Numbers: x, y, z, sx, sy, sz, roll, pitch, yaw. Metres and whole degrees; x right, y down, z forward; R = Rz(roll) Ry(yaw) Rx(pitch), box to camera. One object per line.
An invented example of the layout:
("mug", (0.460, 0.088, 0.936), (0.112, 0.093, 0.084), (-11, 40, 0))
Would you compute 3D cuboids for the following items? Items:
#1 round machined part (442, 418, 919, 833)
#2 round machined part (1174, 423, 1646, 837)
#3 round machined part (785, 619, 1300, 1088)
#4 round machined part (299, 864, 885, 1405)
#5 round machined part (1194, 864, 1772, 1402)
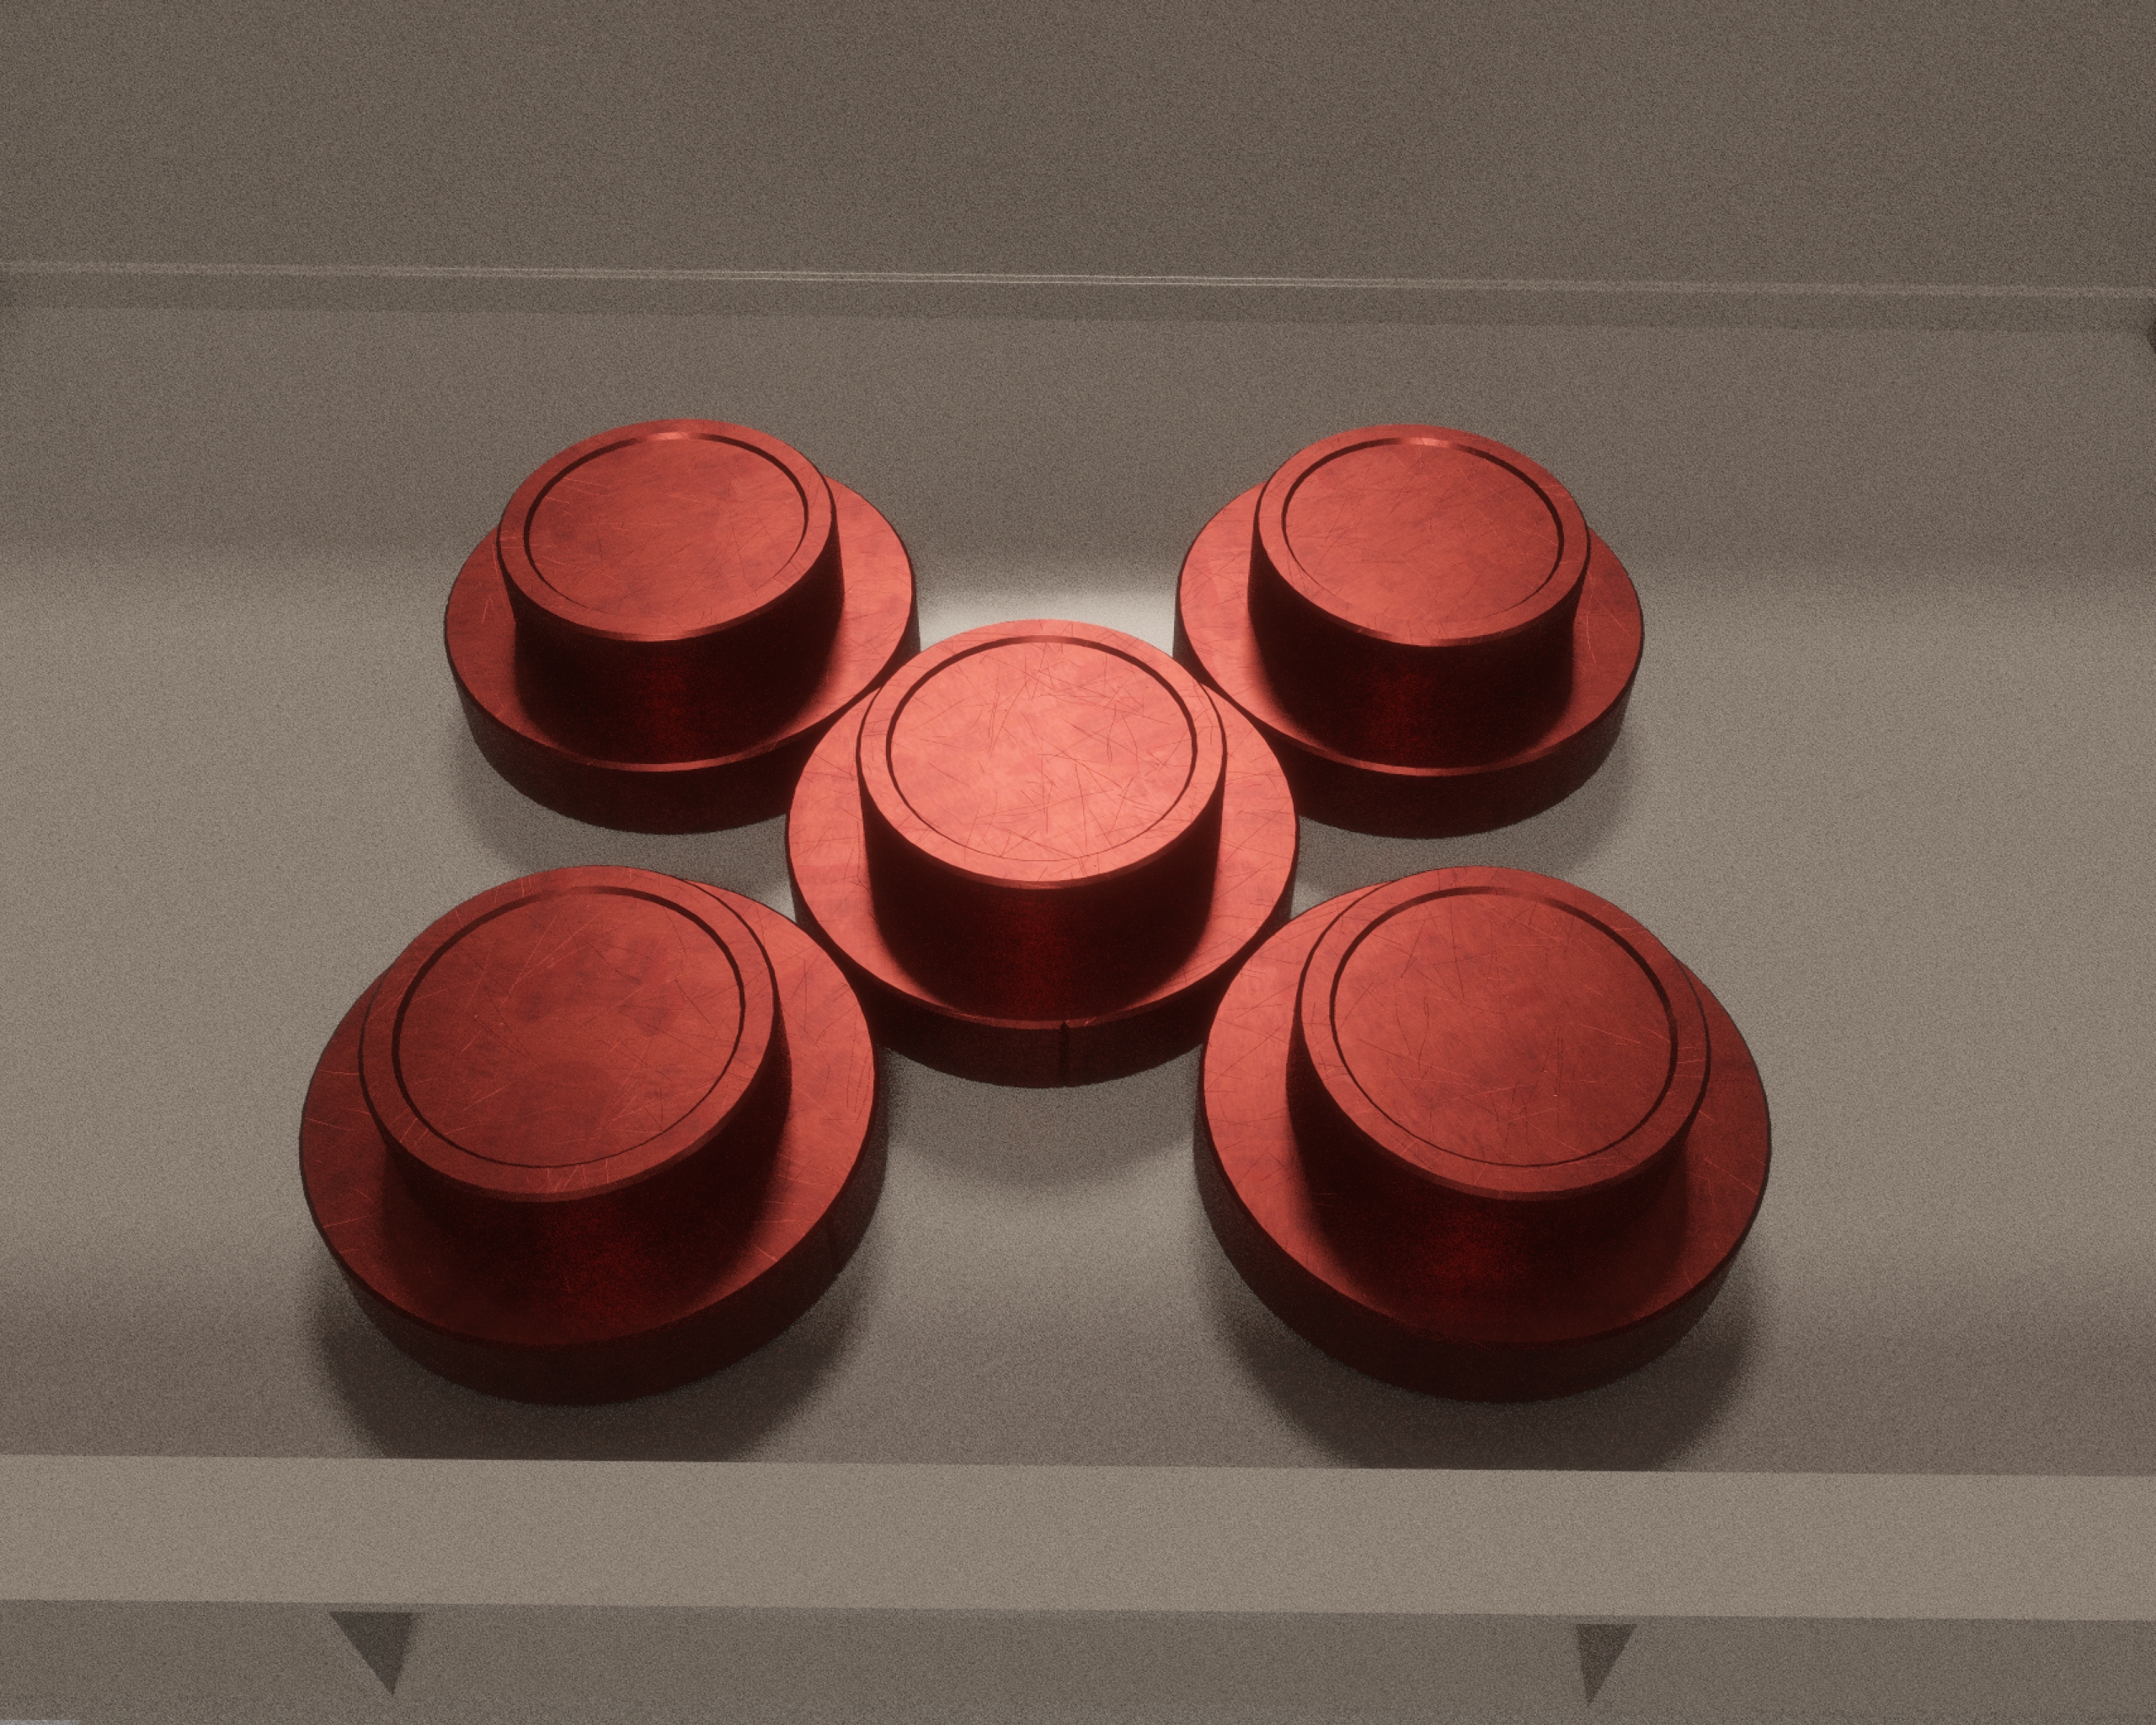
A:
("round machined part", (-0.084, -0.056, 0.438), (0.099, 0.042, 0.098), (0, 50, 0))
("round machined part", (0.070, -0.055, 0.440), (0.099, 0.042, 0.098), (0, 50, 0))
("round machined part", (-0.007, -0.009, 0.399), (0.099, 0.042, 0.098), (0, 50, 0))
("round machined part", (-0.083, 0.039, 0.358), (0.099, 0.042, 0.098), (0, 50, 0))
("round machined part", (0.070, 0.039, 0.361), (0.099, 0.042, 0.098), (0, 50, 0))
